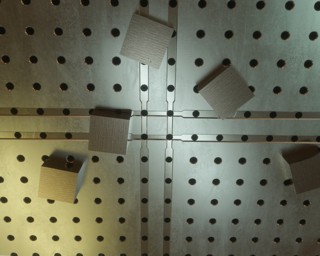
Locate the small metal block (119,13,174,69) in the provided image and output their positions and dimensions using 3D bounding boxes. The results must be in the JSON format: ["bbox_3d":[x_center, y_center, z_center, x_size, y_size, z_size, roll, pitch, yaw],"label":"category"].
[{"bbox_3d":[-0.016,-0.105,0.375,0.050,0.025,0.050,20,109,-7],"label":"small metal block"}]

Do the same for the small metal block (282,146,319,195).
[{"bbox_3d":[0.207,0.059,0.437,0.050,0.025,0.050,-19,109,6],"label":"small metal block"}]

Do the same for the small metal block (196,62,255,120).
[{"bbox_3d":[0.083,-0.047,0.397,0.050,0.025,0.050,-39,106,13],"label":"small metal block"}]

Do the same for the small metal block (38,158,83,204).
[{"bbox_3d":[-0.141,0.075,0.440,0.050,0.025,0.050,12,110,-5],"label":"small metal block"}]

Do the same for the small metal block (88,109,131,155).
[{"bbox_3d":[-0.067,0.005,0.415,0.050,0.025,0.050,7,110,-3],"label":"small metal block"}]
